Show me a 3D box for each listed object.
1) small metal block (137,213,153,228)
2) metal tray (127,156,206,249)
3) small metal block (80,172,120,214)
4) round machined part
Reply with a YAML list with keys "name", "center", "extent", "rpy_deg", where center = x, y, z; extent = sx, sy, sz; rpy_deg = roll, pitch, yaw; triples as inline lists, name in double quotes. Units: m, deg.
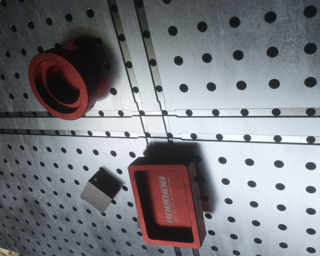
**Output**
- name: "small metal block"
  center: [-0.009, 0.147, 0.505]
  extent: [0.050, 0.025, 0.050]
  rpy_deg: [19, 126, 16]
- name: "metal tray"
  center: [0.011, 0.106, 0.445]
  extent: [0.090, 0.030, 0.129]
  rpy_deg: [-4, 106, 24]
- name: "small metal block"
  center: [-0.104, 0.112, 0.533]
  extent: [0.050, 0.025, 0.050]
  rpy_deg: [36, 129, 3]
- name: "round machined part"
  center: [-0.127, -0.063, 0.426]
  extent: [0.098, 0.042, 0.097]
  rpy_deg: [13, 124, 20]
